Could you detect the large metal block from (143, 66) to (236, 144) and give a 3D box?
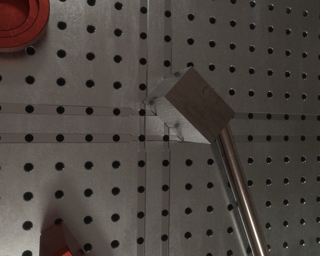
[{"bbox_3d":[0.035,-0.027,0.397,0.080,0.080,0.050,44,76,-15],"label":"large metal block"}]

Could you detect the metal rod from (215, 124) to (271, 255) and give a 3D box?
[{"bbox_3d":[0.129,0.119,0.462,0.025,0.025,0.298,-22,98,-19],"label":"metal rod"}]

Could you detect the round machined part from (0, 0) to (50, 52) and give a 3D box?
[{"bbox_3d":[-0.174,-0.132,0.339,0.099,0.042,0.097,0,90,-21],"label":"round machined part"}]

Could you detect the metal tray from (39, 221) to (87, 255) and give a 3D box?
[{"bbox_3d":[-0.085,0.176,0.347,0.030,0.090,0.130,-33,101,-17],"label":"metal tray"}]
